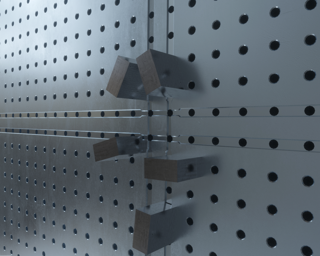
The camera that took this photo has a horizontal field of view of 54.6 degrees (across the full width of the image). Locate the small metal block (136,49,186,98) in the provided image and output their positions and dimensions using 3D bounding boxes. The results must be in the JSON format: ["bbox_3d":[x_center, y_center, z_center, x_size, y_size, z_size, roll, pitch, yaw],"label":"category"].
[{"bbox_3d":[0.002,-0.068,0.393,0.025,0.050,0.050,-26,74,37],"label":"small metal block"}]

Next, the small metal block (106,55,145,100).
[{"bbox_3d":[-0.040,-0.068,0.427,0.025,0.050,0.050,37,113,34],"label":"small metal block"}]

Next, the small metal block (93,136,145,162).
[{"bbox_3d":[-0.059,0.030,0.443,0.050,0.050,0.025,-18,79,38],"label":"small metal block"}]

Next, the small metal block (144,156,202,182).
[{"bbox_3d":[0.016,0.048,0.381,0.050,0.050,0.025,-1,90,40],"label":"small metal block"}]

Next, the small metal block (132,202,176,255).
[{"bbox_3d":[-0.007,0.127,0.400,0.025,0.050,0.050,9,96,40],"label":"small metal block"}]
